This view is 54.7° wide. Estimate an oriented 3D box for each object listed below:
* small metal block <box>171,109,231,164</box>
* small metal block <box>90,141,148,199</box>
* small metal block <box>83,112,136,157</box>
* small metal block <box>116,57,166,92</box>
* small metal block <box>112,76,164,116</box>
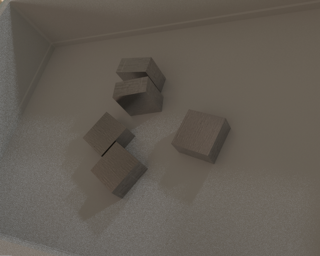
[{"bbox_3d":[0.050,0.010,0.373,0.050,0.025,0.050,17,70,34],"label":"small metal block"},{"bbox_3d":[-0.053,0.054,0.399,0.050,0.025,0.050,-49,52,-7],"label":"small metal block"},{"bbox_3d":[-0.072,0.013,0.434,0.050,0.025,0.050,-49,52,-7],"label":"small metal block"},{"bbox_3d":[-0.027,-0.076,0.449,0.050,0.050,0.025,5,64,30],"label":"small metal block"},{"bbox_3d":[-0.029,-0.043,0.430,0.050,0.050,0.025,-7,59,24],"label":"small metal block"}]
